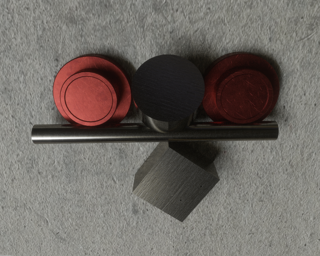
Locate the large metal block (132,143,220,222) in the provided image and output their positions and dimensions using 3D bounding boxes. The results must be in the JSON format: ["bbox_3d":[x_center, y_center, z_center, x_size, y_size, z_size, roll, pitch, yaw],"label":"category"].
[{"bbox_3d":[0.020,0.066,0.420,0.080,0.050,0.080,34,107,-12],"label":"large metal block"}]

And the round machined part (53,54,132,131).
[{"bbox_3d":[-0.084,-0.040,0.385,0.099,0.042,0.097,0,110,0],"label":"round machined part"}]

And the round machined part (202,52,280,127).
[{"bbox_3d":[0.101,-0.043,0.387,0.099,0.042,0.097,0,110,0],"label":"round machined part"}]

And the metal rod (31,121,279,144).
[{"bbox_3d":[-0.006,0.006,0.390,0.302,0.025,0.025,-1,110,0],"label":"metal rod"}]

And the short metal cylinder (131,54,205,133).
[{"bbox_3d":[0.009,-0.038,0.364,0.080,0.050,0.080,0,75,0],"label":"short metal cylinder"}]
